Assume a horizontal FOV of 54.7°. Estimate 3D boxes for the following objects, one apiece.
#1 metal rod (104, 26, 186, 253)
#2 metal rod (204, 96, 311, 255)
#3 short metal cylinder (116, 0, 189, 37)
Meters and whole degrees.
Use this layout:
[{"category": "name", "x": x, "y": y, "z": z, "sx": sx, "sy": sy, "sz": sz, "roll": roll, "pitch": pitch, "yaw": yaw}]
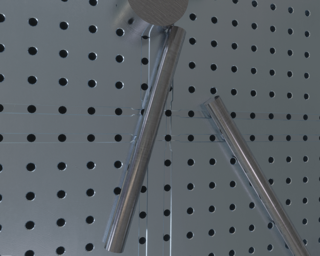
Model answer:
[{"category": "metal rod", "x": -0.017, "y": 0.010, "z": 0.406, "sx": 0.025, "sy": 0.025, "sz": 0.299, "roll": 18, "pitch": 84, "yaw": -19}, {"category": "metal rod", "x": 0.152, "y": 0.084, "z": 0.468, "sx": 0.025, "sy": 0.025, "sz": 0.299, "roll": -36, "pitch": 102, "yaw": -16}, {"category": "short metal cylinder", "x": -0.011, "y": -0.163, "z": 0.395, "sx": 0.081, "sy": 0.050, "sz": 0.079, "roll": 0, "pitch": 90, "yaw": -20}]
